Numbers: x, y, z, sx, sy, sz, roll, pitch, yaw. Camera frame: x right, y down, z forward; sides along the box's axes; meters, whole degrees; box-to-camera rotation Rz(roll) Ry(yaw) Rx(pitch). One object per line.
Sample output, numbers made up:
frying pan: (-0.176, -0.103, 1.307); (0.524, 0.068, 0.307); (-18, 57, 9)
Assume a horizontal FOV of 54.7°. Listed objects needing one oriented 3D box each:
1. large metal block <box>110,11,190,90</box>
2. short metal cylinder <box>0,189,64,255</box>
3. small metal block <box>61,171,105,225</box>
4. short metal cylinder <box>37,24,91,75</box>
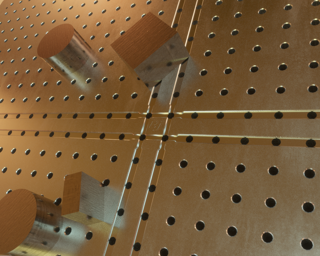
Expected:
large metal block: (-0.016, -0.118, 0.472); (0.080, 0.050, 0.080); (-40, 51, 0)
short metal cylinder: (-0.175, 0.126, 0.405); (0.080, 0.050, 0.080); (-13, 56, 20)
small metal block: (-0.094, 0.088, 0.386); (0.025, 0.050, 0.050); (-18, 55, 18)
short metal cylinder: (-0.176, -0.144, 0.570); (0.080, 0.050, 0.080); (-13, 56, 20)
